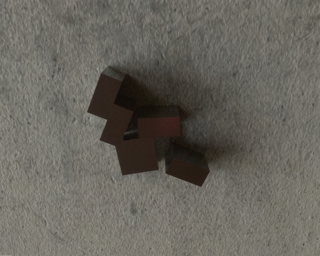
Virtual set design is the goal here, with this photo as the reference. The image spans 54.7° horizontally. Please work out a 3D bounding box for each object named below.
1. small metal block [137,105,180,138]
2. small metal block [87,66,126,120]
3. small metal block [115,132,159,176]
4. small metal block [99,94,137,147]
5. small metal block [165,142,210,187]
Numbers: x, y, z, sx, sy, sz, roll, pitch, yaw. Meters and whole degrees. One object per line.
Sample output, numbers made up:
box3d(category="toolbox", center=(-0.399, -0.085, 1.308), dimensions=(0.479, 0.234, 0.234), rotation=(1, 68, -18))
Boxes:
box3d(category="small metal block", center=(-0.001, -0.009, 0.393), dimensions=(0.050, 0.050, 0.025), rotation=(-2, 110, 0))
box3d(category="small metal block", center=(-0.064, -0.044, 0.379), dimensions=(0.025, 0.050, 0.050), rotation=(22, 109, -8))
box3d(category="small metal block", center=(-0.031, 0.033, 0.422), dimensions=(0.050, 0.025, 0.050), rotation=(-9, 110, 3))
box3d(category="small metal block", center=(-0.052, -0.011, 0.392), dimensions=(0.025, 0.050, 0.050), rotation=(22, 109, -8))
box3d(category="small metal block", center=(0.035, 0.047, 0.415), dimensions=(0.050, 0.050, 0.025), rotation=(22, 109, -8))
